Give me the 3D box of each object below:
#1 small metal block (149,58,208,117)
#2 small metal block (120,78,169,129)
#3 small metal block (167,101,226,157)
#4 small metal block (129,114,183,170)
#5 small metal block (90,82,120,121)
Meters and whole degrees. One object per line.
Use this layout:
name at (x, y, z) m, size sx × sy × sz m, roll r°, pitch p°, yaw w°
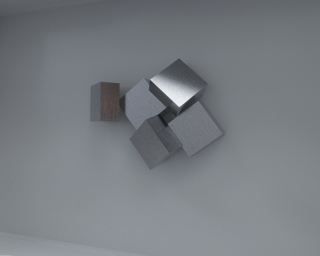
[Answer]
small metal block at (0.022, -0.051, 0.388) m, size 0.050 × 0.025 × 0.050 m, roll -40°, pitch 75°, yaw -21°
small metal block at (-0.021, -0.030, 0.415) m, size 0.050 × 0.025 × 0.050 m, roll -39°, pitch 78°, yaw 15°
small metal block at (0.046, 0.001, 0.392) m, size 0.050 × 0.025 × 0.050 m, roll -37°, pitch 79°, yaw 16°
small metal block at (-0.006, 0.018, 0.398) m, size 0.050 × 0.025 × 0.050 m, roll 55°, pitch 137°, yaw 12°
small metal block at (-0.075, -0.034, 0.420) m, size 0.050 × 0.025 × 0.050 m, roll 1°, pitch 90°, yaw 63°
